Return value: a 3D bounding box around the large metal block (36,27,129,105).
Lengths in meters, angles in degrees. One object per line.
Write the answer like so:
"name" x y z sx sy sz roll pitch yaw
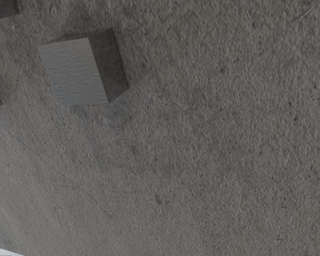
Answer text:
"large metal block" -0.095 -0.077 0.394 0.080 0.050 0.080 1 119 28

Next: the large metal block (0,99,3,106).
"large metal block" -0.331 -0.065 0.526 0.080 0.050 0.080 0 119 28

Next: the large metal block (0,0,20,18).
"large metal block" -0.246 -0.169 0.397 0.080 0.080 0.050 15 124 20
